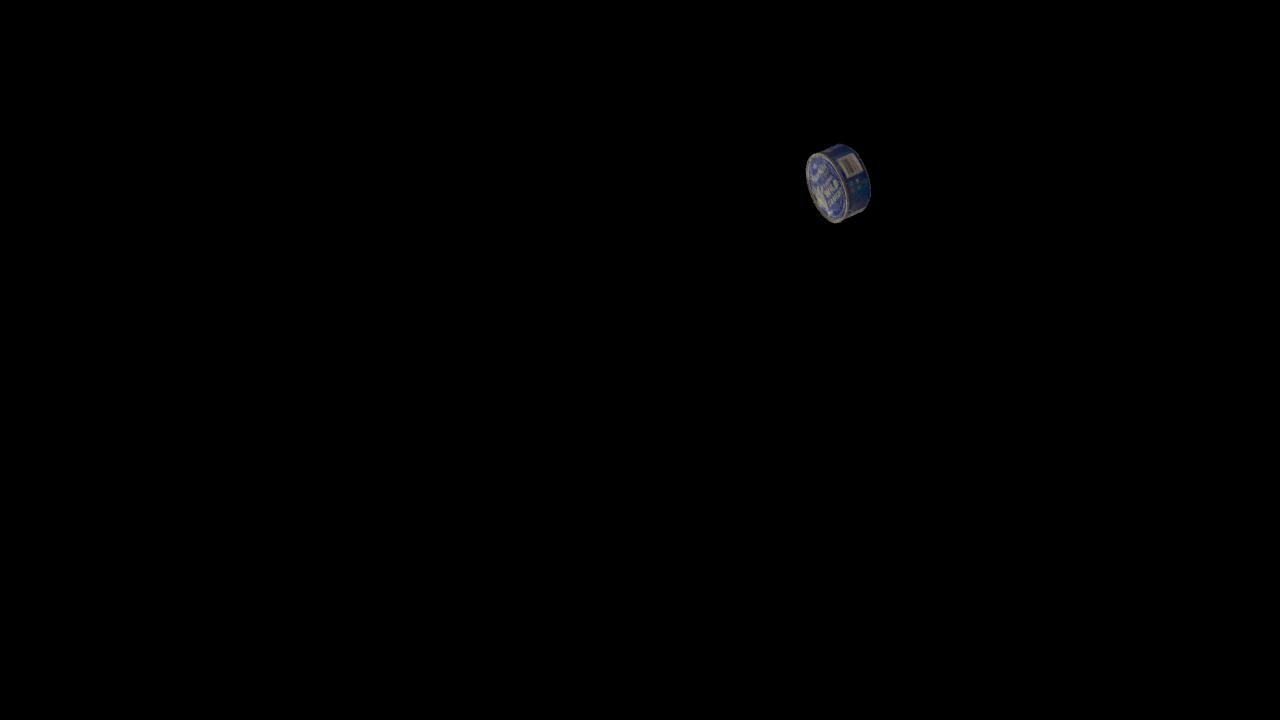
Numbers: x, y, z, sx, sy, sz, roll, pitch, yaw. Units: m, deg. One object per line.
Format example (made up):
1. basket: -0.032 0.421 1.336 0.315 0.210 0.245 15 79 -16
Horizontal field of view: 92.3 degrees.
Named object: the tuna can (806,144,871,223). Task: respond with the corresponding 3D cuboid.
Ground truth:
1. tuna can: 0.228 -0.204 0.709 0.034 0.084 0.084 -25 2 -5
